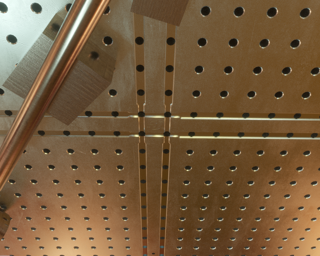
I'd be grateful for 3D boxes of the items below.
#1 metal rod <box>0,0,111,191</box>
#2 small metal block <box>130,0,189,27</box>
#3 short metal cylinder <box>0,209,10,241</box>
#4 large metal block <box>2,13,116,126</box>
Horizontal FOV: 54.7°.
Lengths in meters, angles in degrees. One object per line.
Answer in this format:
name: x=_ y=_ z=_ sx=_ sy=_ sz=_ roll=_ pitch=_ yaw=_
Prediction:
metal rod: x=-0.135 y=-0.018 z=0.328 sx=0.025 sy=0.025 sz=0.298 roll=28 pitch=125 yaw=-22
small metal block: x=0.003 y=-0.133 z=0.299 sx=0.050 sy=0.025 sz=0.050 roll=13 pitch=129 yaw=-12
short metal cylinder: x=-0.299 y=0.165 z=0.511 sx=0.080 sy=0.080 sz=0.050 roll=-23 pitch=127 yaw=18
large metal block: x=-0.108 y=-0.061 z=0.342 sx=0.080 sy=0.050 sz=0.080 roll=36 pitch=121 yaw=-27
